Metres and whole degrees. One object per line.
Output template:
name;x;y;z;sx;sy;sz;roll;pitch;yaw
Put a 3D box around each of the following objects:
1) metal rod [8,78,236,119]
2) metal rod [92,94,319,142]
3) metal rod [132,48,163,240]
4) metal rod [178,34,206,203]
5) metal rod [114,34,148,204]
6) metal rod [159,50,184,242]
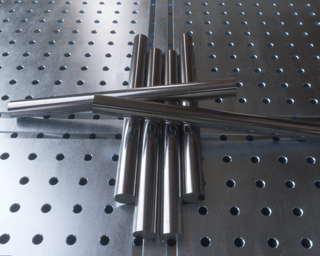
metal rod;-0.054;-0.038;0.410;0.301;0.025;0.025;-5;50;7
metal rod;0.069;-0.011;0.390;0.302;0.025;0.025;7;50;-6
metal rod;-0.012;-0.006;0.411;0.025;0.025;0.300;1;50;1
metal rod;0.041;-0.038;0.439;0.025;0.025;0.300;1;50;1
metal rod;-0.035;-0.037;0.438;0.025;0.025;0.300;1;50;1
metal rod;0.015;-0.003;0.412;0.025;0.025;0.300;1;50;1
